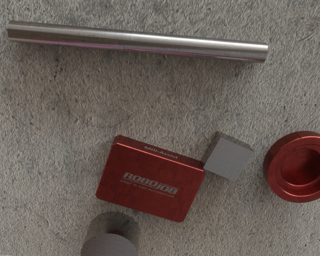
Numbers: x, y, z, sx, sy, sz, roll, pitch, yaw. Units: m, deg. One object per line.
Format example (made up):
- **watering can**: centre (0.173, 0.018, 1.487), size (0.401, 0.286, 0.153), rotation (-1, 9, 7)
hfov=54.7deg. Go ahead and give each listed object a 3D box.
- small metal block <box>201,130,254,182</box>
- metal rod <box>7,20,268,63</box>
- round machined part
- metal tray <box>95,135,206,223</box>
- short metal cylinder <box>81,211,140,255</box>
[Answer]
- **small metal block**: centre (0.091, 0.039, 0.425), size (0.050, 0.025, 0.050), rotation (24, 108, -9)
- **metal rod**: centre (-0.024, -0.103, 0.371), size (0.302, 0.025, 0.025), rotation (4, 110, -2)
- **round machined part**: centre (0.189, 0.049, 0.421), size (0.099, 0.042, 0.097), rotation (0, 110, 0)
- **metal tray**: centre (-0.014, 0.072, 0.434), size (0.131, 0.030, 0.089), rotation (19, 109, -7)
- **short metal cylinder**: centre (-0.071, 0.172, 0.459), size (0.081, 0.050, 0.079), rotation (0, 110, 0)
